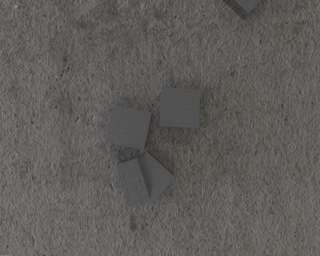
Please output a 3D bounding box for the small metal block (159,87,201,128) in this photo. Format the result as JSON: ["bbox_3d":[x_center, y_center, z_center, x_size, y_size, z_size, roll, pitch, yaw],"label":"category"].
[{"bbox_3d":[0.026,-0.026,0.410,0.050,0.025,0.050,3,90,0],"label":"small metal block"}]

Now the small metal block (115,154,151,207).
[{"bbox_3d":[-0.030,0.061,0.372,0.025,0.050,0.050,-18,90,0],"label":"small metal block"}]

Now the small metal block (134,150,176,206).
[{"bbox_3d":[-0.015,0.066,0.410,0.050,0.025,0.050,43,90,0],"label":"small metal block"}]

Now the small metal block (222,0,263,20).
[{"bbox_3d":[0.113,-0.182,0.411,0.050,0.025,0.050,44,90,0],"label":"small metal block"}]

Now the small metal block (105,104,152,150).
[{"bbox_3d":[-0.040,-0.001,0.410,0.050,0.025,0.050,12,90,0],"label":"small metal block"}]
